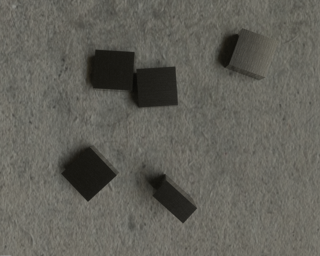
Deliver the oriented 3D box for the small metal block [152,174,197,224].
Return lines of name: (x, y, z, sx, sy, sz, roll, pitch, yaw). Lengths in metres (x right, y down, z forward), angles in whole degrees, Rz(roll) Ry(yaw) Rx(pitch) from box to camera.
small metal block: (0.018, 0.089, 0.398, 0.050, 0.050, 0.025, 42, 90, -1)

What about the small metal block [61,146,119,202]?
small metal block: (-0.091, 0.059, 0.409, 0.050, 0.025, 0.050, -43, 91, 0)

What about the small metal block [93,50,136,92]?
small metal block: (-0.059, -0.074, 0.409, 0.050, 0.025, 0.050, 3, 90, -1)

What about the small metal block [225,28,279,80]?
small metal block: (0.121, -0.097, 0.412, 0.050, 0.025, 0.050, 20, 90, -1)

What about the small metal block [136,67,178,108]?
small metal block: (-0.004, -0.053, 0.410, 0.050, 0.025, 0.050, -4, 90, -1)
